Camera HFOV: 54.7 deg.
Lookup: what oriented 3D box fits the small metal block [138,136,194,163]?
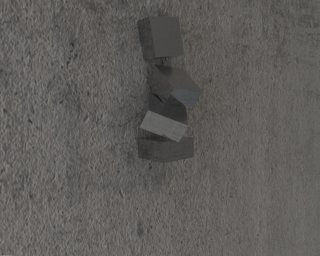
[{"bbox_3d":[0.007,0.025,0.393,0.050,0.050,0.025,-6,98,-40],"label":"small metal block"}]

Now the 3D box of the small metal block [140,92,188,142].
[{"bbox_3d":[0.005,-0.014,0.379,0.050,0.050,0.025,21,118,-11],"label":"small metal block"}]

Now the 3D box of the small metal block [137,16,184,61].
[{"bbox_3d":[0.002,-0.117,0.405,0.050,0.025,0.050,-16,101,-39],"label":"small metal block"}]

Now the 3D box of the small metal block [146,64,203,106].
[{"bbox_3d":[0.019,-0.055,0.401,0.050,0.050,0.025,0,133,-40],"label":"small metal block"}]
